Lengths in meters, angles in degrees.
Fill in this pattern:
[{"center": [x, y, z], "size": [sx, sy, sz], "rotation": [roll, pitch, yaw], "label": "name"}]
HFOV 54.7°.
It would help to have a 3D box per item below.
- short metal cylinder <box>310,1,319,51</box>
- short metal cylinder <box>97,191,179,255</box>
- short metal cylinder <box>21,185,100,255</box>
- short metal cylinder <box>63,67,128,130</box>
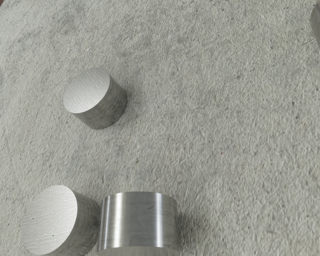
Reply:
[{"center": [0.207, -0.108, 0.326], "size": [0.080, 0.080, 0.050], "rotation": [-13, 56, 21], "label": "short metal cylinder"}, {"center": [-0.022, 0.103, 0.317], "size": [0.080, 0.080, 0.050], "rotation": [-14, 56, 20], "label": "short metal cylinder"}, {"center": [-0.119, 0.116, 0.379], "size": [0.080, 0.050, 0.080], "rotation": [-13, 56, 21], "label": "short metal cylinder"}, {"center": [-0.096, -0.044, 0.465], "size": [0.080, 0.050, 0.080], "rotation": [-13, 56, 21], "label": "short metal cylinder"}]
